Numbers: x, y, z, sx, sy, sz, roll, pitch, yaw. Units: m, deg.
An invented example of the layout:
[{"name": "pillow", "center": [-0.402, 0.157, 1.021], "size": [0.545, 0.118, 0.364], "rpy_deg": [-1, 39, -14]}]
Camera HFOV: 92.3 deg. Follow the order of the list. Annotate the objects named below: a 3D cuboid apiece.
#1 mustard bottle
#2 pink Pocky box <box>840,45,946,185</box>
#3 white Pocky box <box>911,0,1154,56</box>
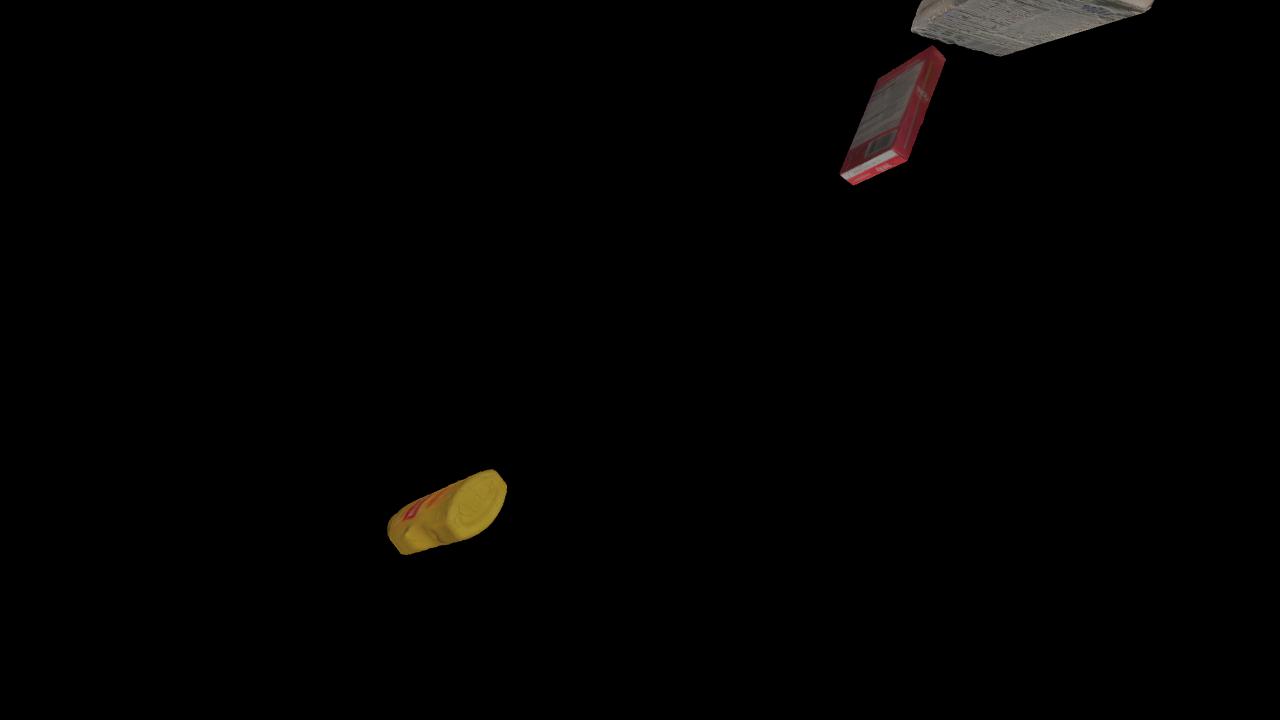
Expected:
[{"name": "mustard bottle", "center": [-0.237, 0.183, 0.708], "size": [0.184, 0.054, 0.092], "rpy_deg": [-25, 22, 36]}, {"name": "pink Pocky box", "center": [0.298, -0.287, 0.727], "size": [0.029, 0.155, 0.084], "rpy_deg": [31, -16, -20]}, {"name": "white Pocky box", "center": [0.259, -0.244, 0.423], "size": [0.084, 0.028, 0.154], "rpy_deg": [14, 16, -4]}]
